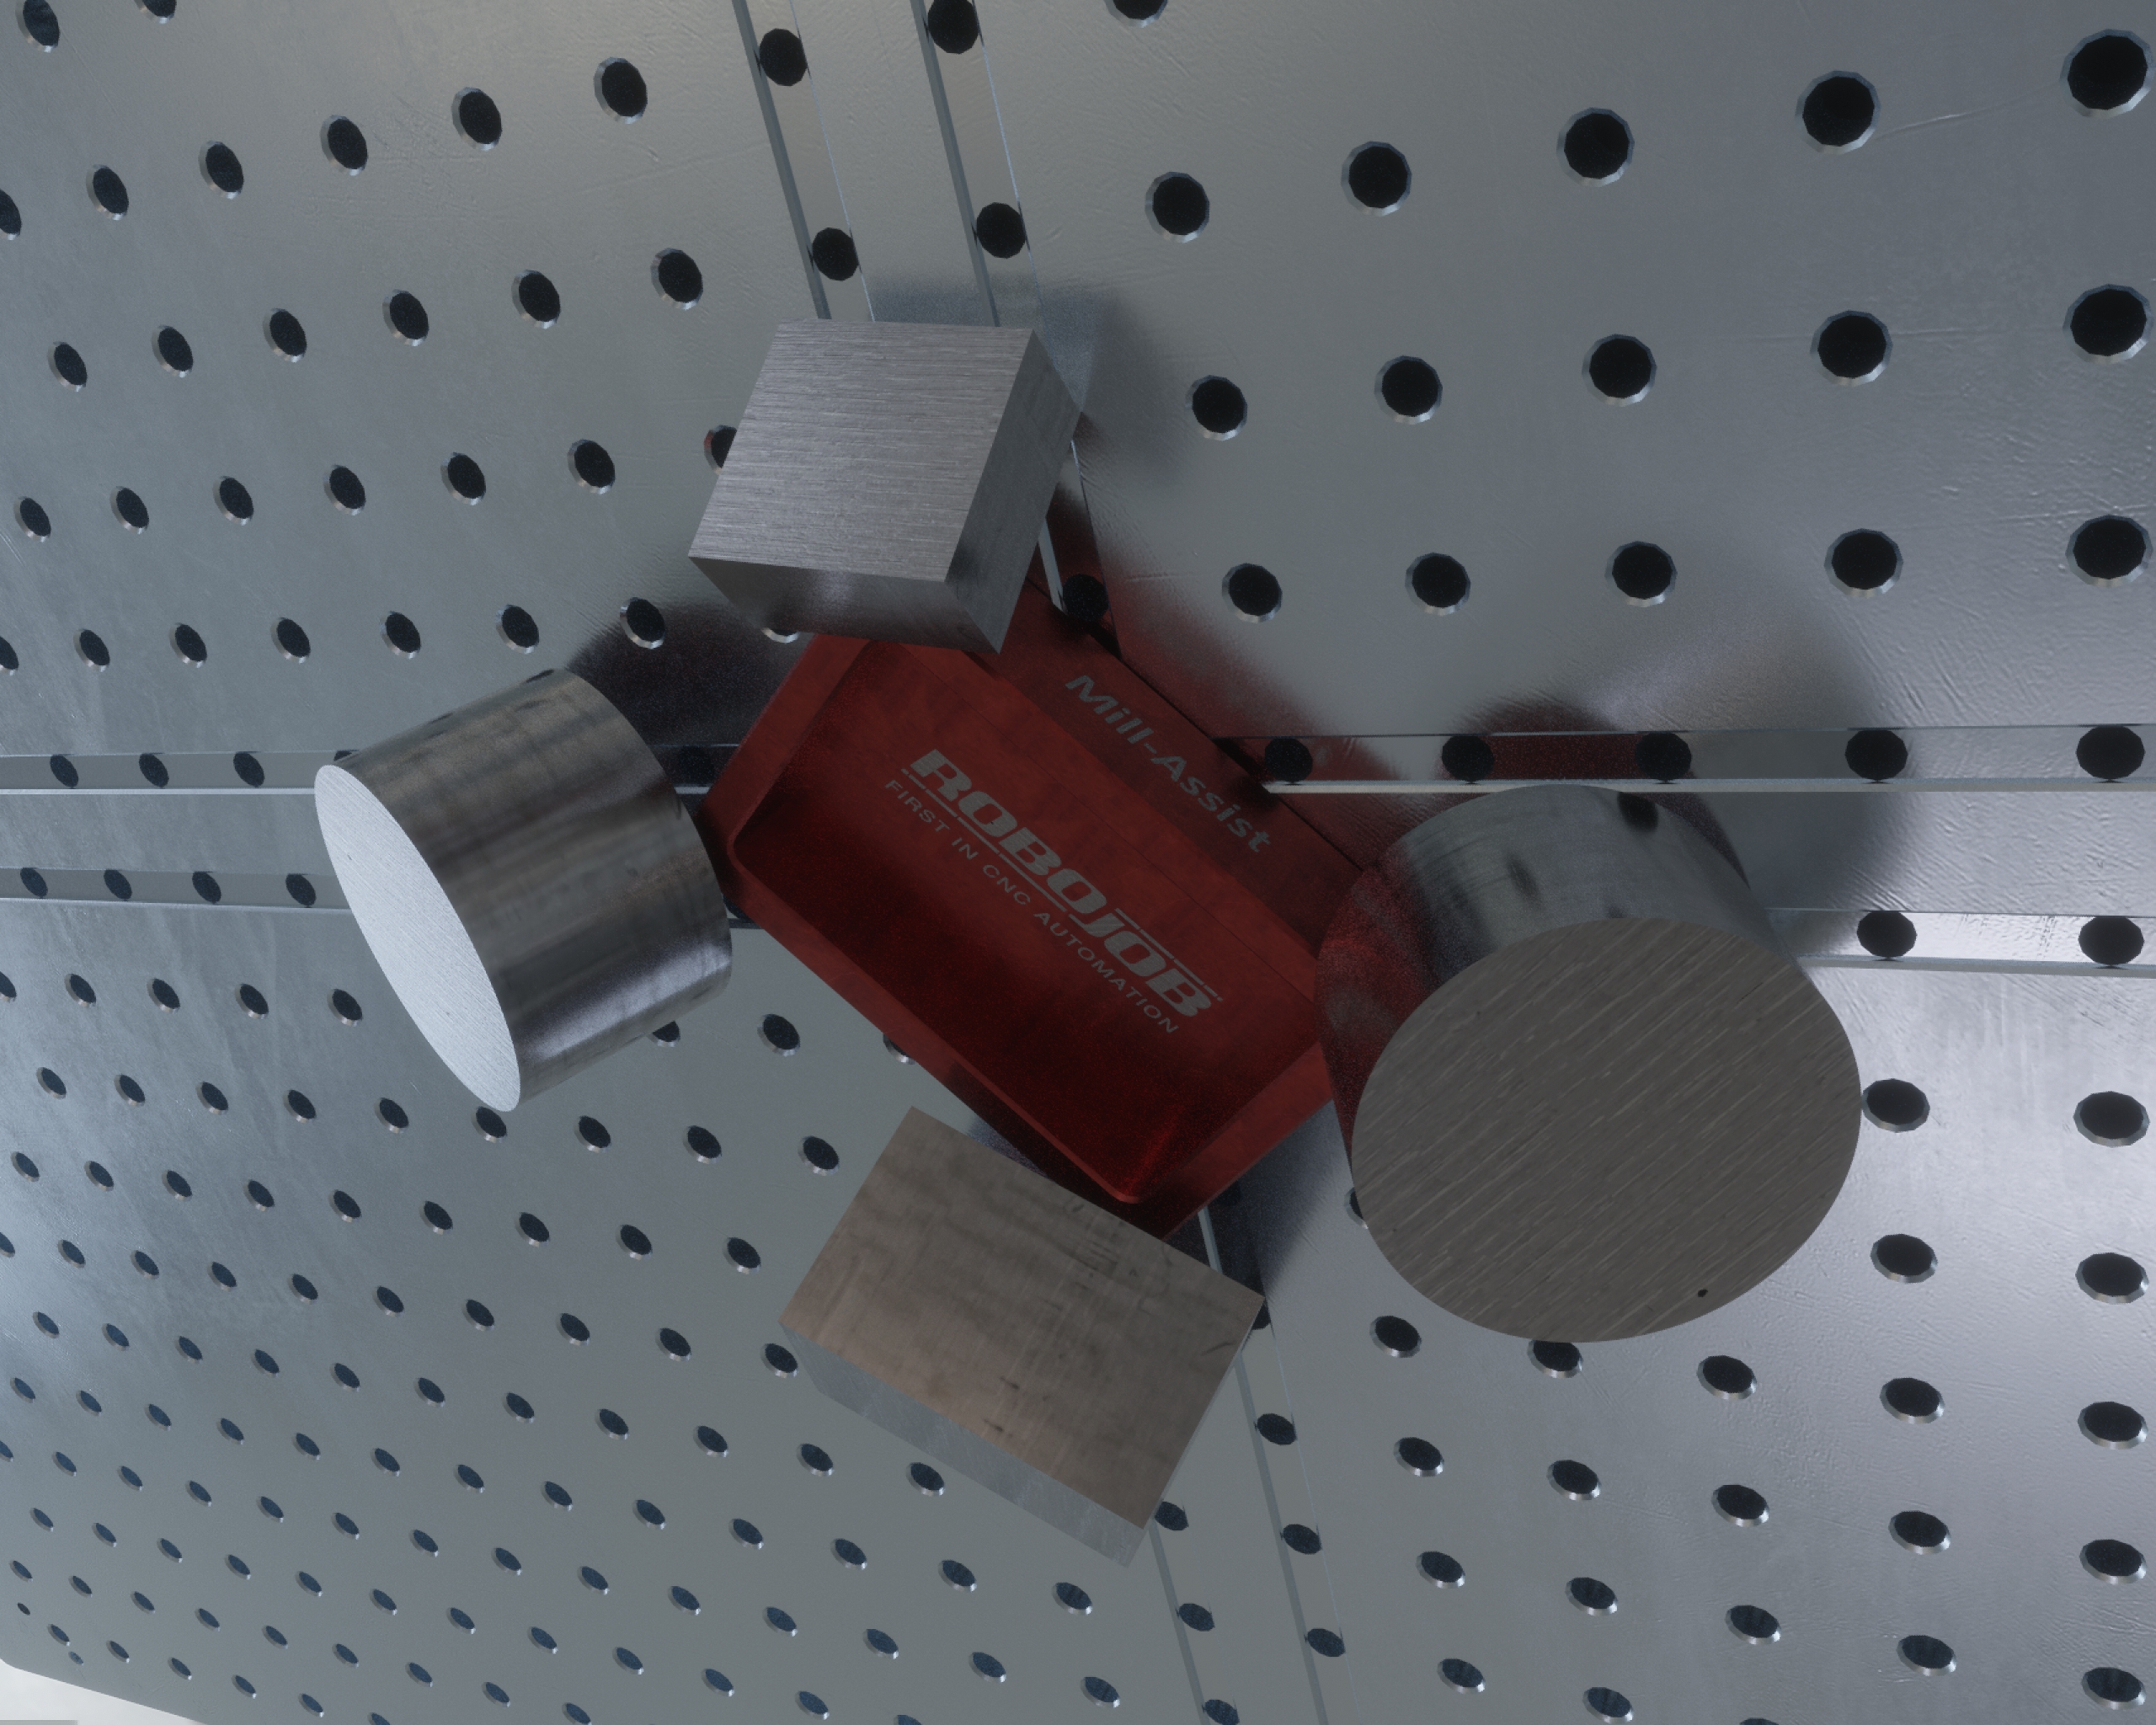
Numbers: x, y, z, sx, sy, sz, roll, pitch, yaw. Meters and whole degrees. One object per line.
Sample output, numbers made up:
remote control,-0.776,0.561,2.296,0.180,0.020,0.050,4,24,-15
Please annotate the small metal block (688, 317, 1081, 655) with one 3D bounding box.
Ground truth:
small metal block,-0.033,-0.067,0.368,0.050,0.050,0.025,9,160,23

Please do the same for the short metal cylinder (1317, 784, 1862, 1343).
short metal cylinder,0.083,0.033,0.352,0.081,0.050,0.079,-1,116,-1

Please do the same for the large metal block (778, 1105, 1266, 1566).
large metal block,-0.011,0.103,0.442,0.080,0.050,0.080,27,158,10

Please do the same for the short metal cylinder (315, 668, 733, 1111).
short metal cylinder,-0.117,0.005,0.441,0.080,0.050,0.079,37,143,35

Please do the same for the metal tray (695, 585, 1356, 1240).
metal tray,-0.006,0.007,0.415,0.130,0.030,0.090,41,129,-1
